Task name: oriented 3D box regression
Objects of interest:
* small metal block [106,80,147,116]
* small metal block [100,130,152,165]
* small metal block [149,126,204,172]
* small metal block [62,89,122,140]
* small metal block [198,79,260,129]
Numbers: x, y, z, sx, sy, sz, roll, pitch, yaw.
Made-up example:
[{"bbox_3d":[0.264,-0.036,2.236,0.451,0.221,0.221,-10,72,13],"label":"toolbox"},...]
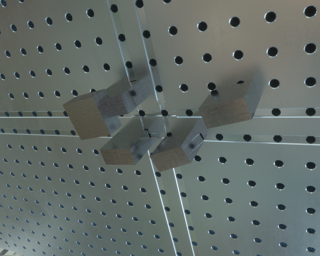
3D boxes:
[{"bbox_3d":[-0.053,-0.037,0.398,0.050,0.050,0.025,-6,116,30],"label":"small metal block"},{"bbox_3d":[-0.047,0.027,0.435,0.050,0.050,0.025,-3,117,29],"label":"small metal block"},{"bbox_3d":[0.022,0.027,0.399,0.050,0.050,0.025,-22,107,36],"label":"small metal block"},{"bbox_3d":[-0.082,-0.016,0.379,0.050,0.025,0.050,-10,114,32],"label":"small metal block"},{"bbox_3d":[0.077,-0.026,0.338,0.050,0.050,0.025,-13,112,33],"label":"small metal block"}]
